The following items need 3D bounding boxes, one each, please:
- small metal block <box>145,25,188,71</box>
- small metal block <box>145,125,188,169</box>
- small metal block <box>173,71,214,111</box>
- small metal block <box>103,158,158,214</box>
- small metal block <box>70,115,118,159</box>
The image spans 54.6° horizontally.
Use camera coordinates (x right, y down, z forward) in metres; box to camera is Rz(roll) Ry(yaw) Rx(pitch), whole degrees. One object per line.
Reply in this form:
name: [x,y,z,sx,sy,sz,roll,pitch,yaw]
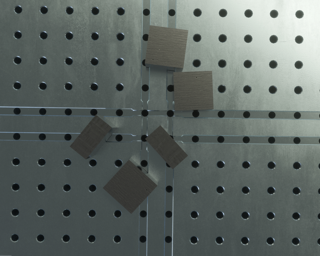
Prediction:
small metal block: [0.009,-0.105,0.413,0.050,0.025,0.050,7,90,0]
small metal block: [0.008,0.023,0.401,0.025,0.050,0.050,-42,90,0]
small metal block: [0.043,-0.048,0.414,0.050,0.025,0.050,-2,90,0]
small metal block: [-0.039,0.076,0.413,0.050,0.025,0.050,43,90,0]
small metal block: [-0.084,0.011,0.400,0.025,0.050,0.050,39,90,0]
